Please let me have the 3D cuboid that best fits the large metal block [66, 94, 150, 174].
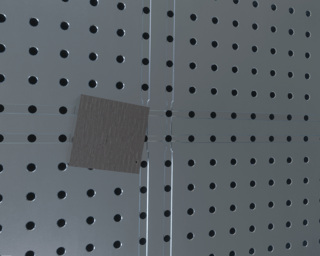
[{"bbox_3d":[-0.064,0.008,0.376,0.081,0.050,0.080,10,87,-20],"label":"large metal block"}]
